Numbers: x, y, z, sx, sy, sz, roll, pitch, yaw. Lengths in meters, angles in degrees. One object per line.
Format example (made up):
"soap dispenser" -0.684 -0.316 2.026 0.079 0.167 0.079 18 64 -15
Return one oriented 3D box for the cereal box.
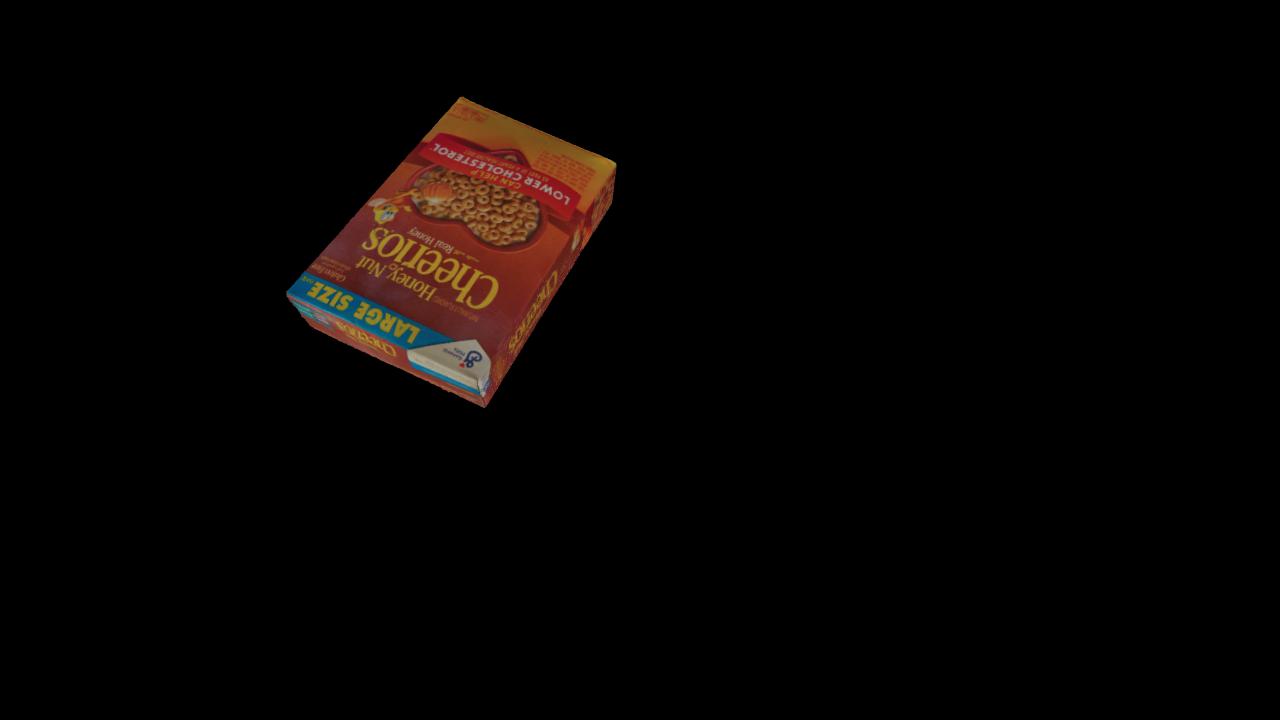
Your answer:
"cereal box" -0.179 -0.125 0.650 0.203 0.306 0.081 25 -28 5
